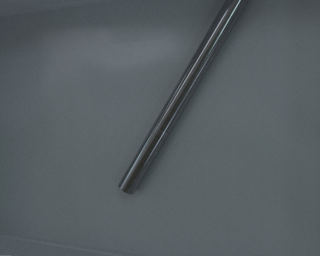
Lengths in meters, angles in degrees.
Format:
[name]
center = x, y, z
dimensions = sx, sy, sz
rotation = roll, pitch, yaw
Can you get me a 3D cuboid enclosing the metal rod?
[metal rod]
center = 0.028, -0.043, 0.399
dimensions = 0.025, 0.025, 0.299
rotation = 33, 100, 16
